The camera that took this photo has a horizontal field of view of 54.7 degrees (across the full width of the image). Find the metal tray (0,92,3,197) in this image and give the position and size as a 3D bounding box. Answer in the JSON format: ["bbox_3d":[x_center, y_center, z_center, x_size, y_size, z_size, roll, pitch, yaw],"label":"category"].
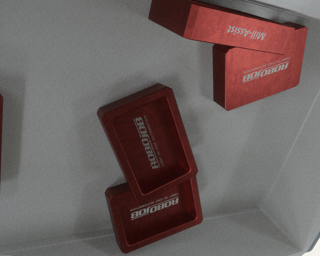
[{"bbox_3d":[-0.204,0.021,0.295,0.091,0.030,0.129,-7,122,-39],"label":"metal tray"}]

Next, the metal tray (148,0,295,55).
[{"bbox_3d":[0.065,-0.112,0.331,0.131,0.090,0.030,0,118,-29],"label":"metal tray"}]

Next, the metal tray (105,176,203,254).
[{"bbox_3d":[-0.006,0.115,0.453,0.131,0.030,0.089,-15,104,-20],"label":"metal tray"}]

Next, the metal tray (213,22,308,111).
[{"bbox_3d":[0.137,-0.085,0.427,0.131,0.030,0.089,-20,126,-17],"label":"metal tray"}]

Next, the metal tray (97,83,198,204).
[{"bbox_3d":[-0.012,0.020,0.391,0.091,0.030,0.129,-25,114,-13],"label":"metal tray"}]
